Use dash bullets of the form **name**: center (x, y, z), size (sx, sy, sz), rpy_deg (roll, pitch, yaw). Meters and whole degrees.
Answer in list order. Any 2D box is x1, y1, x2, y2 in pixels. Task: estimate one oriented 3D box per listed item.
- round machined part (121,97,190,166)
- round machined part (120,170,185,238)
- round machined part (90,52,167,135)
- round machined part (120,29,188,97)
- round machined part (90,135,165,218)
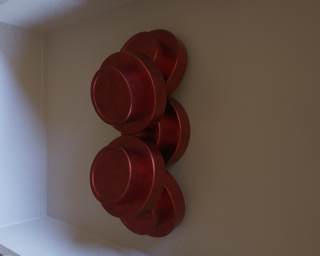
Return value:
- **round machined part**: center (-0.013, 0.004, 0.405), size (0.098, 0.042, 0.097), rpy_deg (-1, 88, 40)
- **round machined part**: center (-0.020, 0.095, 0.393), size (0.098, 0.042, 0.097), rpy_deg (15, 114, 36)
- **round machined part**: center (-0.044, -0.039, 0.363), size (0.098, 0.042, 0.097), rpy_deg (12, 110, 37)
- **round machined part**: center (-0.017, -0.082, 0.394), size (0.098, 0.042, 0.098), rpy_deg (-15, 65, 35)
- **round machined part**: center (-0.045, 0.055, 0.364), size (0.098, 0.042, 0.098), rpy_deg (-11, 72, 37)
